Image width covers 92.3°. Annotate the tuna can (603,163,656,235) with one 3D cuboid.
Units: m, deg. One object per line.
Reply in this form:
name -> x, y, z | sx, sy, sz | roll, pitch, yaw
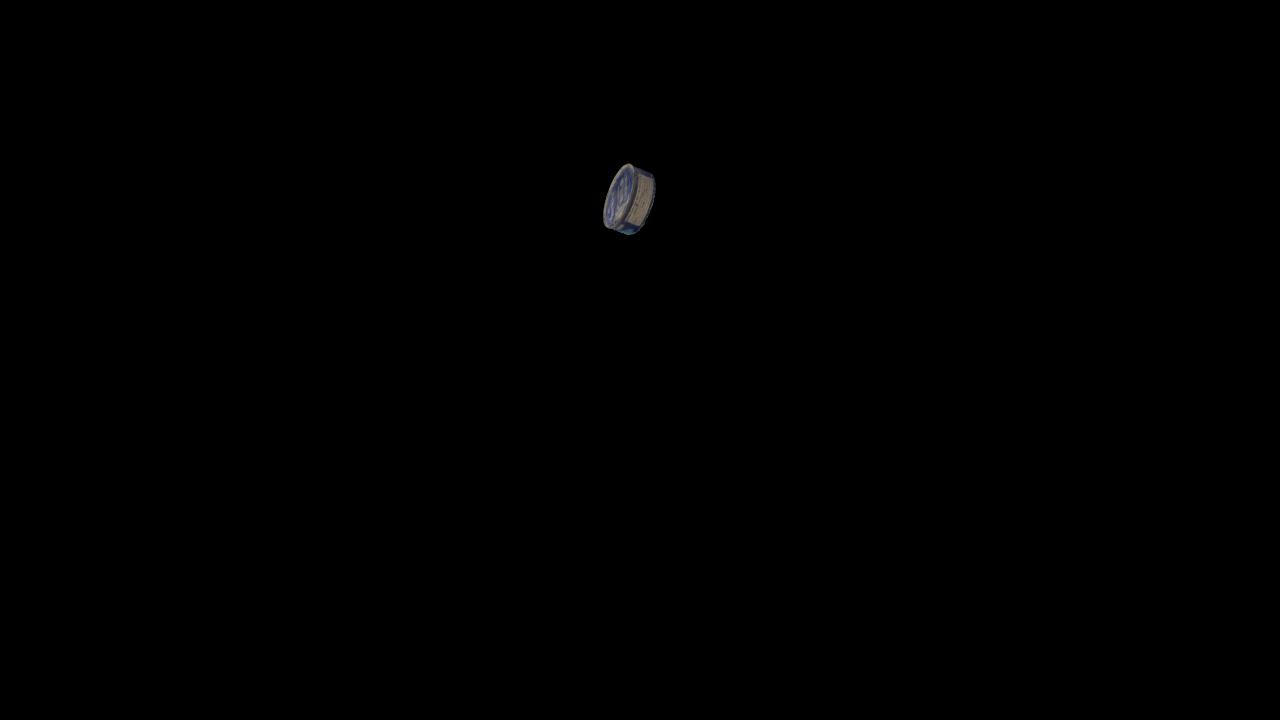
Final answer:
tuna can -> -0.014, -0.203, 0.783 | 0.034, 0.084, 0.084 | 14, -7, -27
